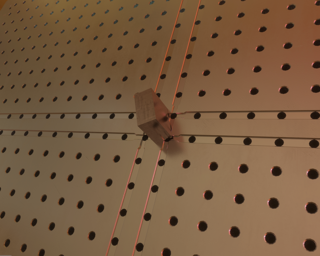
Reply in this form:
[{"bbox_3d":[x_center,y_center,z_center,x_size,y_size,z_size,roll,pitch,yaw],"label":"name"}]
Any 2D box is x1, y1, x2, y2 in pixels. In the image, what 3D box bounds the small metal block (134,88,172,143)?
[{"bbox_3d":[-0.009,-0.016,0.407,0.025,0.050,0.050,-20,54,16],"label":"small metal block"}]
